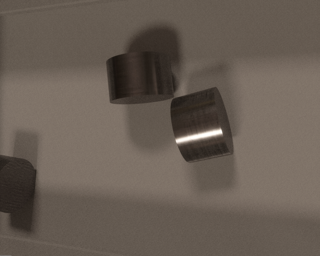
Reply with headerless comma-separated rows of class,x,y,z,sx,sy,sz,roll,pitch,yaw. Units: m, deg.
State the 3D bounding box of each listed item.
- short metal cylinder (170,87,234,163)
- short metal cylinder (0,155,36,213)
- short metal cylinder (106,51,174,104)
short metal cylinder,0.051,-0.003,0.363,0.050,0.080,0.080,-14,85,19
short metal cylinder,-0.235,0.082,0.462,0.050,0.080,0.079,7,92,19
short metal cylinder,-0.025,-0.060,0.389,0.080,0.080,0.050,-6,88,19
